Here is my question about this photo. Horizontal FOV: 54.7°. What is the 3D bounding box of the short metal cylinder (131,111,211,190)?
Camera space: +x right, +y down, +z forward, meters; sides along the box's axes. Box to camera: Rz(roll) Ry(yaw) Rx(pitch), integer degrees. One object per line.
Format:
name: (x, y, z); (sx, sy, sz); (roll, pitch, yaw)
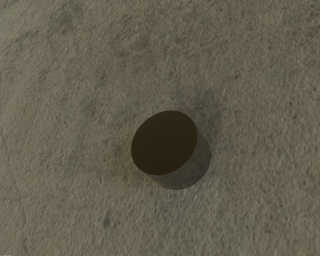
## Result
short metal cylinder: (0.014, 0.026, 0.363); (0.080, 0.050, 0.080); (-13, 56, 20)
